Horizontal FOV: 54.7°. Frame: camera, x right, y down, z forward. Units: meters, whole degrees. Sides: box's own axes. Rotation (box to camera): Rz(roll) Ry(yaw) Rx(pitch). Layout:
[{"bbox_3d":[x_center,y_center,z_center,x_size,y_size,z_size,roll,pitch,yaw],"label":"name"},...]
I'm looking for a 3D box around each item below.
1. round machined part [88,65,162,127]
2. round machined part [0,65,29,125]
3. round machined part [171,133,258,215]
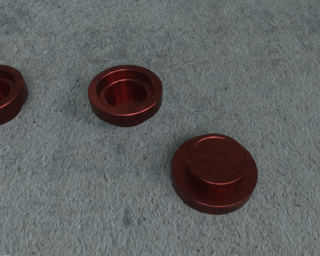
[{"bbox_3d":[-0.046,-0.040,0.425,0.099,0.042,0.098,0,50,0],"label":"round machined part"},{"bbox_3d":[-0.231,-0.040,0.424,0.099,0.042,0.098,0,50,0],"label":"round machined part"},{"bbox_3d":[0.062,0.045,0.355,0.099,0.042,0.098,0,50,0],"label":"round machined part"}]
